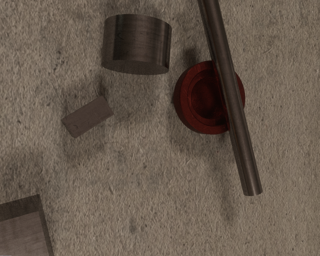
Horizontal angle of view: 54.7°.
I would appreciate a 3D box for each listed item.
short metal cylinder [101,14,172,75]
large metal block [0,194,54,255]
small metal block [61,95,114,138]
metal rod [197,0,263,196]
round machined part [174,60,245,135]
[{"bbox_3d":[-0.028,-0.096,0.370,0.081,0.080,0.050,5,89,-20],"label":"short metal cylinder"},{"bbox_3d":[-0.145,0.123,0.327,0.050,0.080,0.080,-13,95,-20],"label":"large metal block"},{"bbox_3d":[-0.087,-0.013,0.364,0.050,0.050,0.025,-34,102,-17],"label":"small metal block"},{"bbox_3d":[0.086,-0.058,0.397,0.025,0.025,0.298,-17,96,-20],"label":"metal rod"},{"bbox_3d":[0.064,-0.040,0.425,0.099,0.042,0.097,0,90,-21],"label":"round machined part"}]
